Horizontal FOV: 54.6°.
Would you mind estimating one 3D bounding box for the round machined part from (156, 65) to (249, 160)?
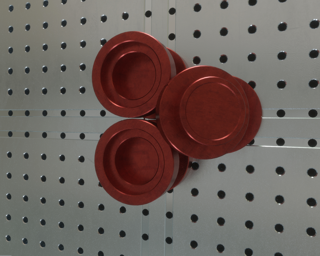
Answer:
[{"bbox_3d":[0.048,-0.016,0.319,0.099,0.042,0.097,0,89,-12],"label":"round machined part"}]

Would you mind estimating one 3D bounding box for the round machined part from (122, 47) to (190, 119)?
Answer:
[{"bbox_3d":[-0.011,-0.061,0.409,0.098,0.042,0.097,0,90,20],"label":"round machined part"}]

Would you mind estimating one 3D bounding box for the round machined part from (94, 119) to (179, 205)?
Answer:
[{"bbox_3d":[-0.024,0.038,0.367,0.098,0.042,0.097,0,90,20],"label":"round machined part"}]

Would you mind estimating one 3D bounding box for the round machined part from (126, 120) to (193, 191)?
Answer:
[{"bbox_3d":[-0.010,0.038,0.408,0.098,0.042,0.097,0,90,20],"label":"round machined part"}]

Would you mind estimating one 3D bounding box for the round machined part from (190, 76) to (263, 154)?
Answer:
[{"bbox_3d":[0.073,-0.017,0.378,0.098,0.042,0.097,0,90,20],"label":"round machined part"}]

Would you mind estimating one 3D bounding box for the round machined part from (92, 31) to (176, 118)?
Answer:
[{"bbox_3d":[-0.027,-0.060,0.368,0.098,0.042,0.097,0,90,20],"label":"round machined part"}]
